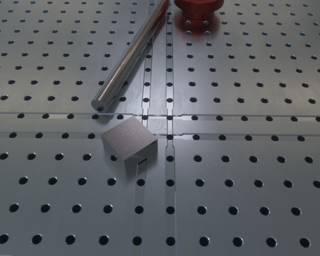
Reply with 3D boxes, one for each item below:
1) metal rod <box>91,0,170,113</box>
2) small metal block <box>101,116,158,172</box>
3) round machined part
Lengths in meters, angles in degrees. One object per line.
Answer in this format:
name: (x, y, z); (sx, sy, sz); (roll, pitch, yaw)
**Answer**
metal rod: (-0.038, -0.139, 0.524); (0.025, 0.025, 0.300); (14, 51, 11)
small metal block: (-0.038, 0.019, 0.392); (0.050, 0.025, 0.050); (-32, 57, -24)
round machined part: (0.076, -0.249, 0.607); (0.099, 0.042, 0.098); (0, 50, 0)
